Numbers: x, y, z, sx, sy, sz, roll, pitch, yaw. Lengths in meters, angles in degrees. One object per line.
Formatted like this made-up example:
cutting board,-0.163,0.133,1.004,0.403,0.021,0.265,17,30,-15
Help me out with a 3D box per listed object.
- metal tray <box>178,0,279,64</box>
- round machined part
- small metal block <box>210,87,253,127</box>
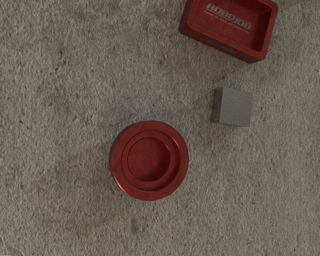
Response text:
metal tray,0.100,-0.157,0.443,0.131,0.030,0.090,18,84,-19
round machined part,-0.017,0.040,0.394,0.099,0.042,0.097,0,90,-20
small metal block,0.104,-0.029,0.448,0.050,0.025,0.050,8,87,-20
